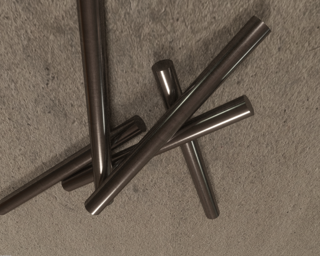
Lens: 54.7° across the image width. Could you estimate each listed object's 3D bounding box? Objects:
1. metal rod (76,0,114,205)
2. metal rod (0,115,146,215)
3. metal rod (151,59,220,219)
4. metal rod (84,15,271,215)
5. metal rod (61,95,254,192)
[{"bbox_3d":[-0.072,-0.024,0.358,0.025,0.025,0.298,1,122,-2],"label":"metal rod"},{"bbox_3d":[-0.145,0.064,0.459,0.300,0.025,0.025,-30,124,23],"label":"metal rod"},{"bbox_3d":[0.046,0.038,0.440,0.025,0.025,0.299,-14,129,11],"label":"metal rod"},{"bbox_3d":[0.009,-0.002,0.362,0.025,0.025,0.299,34,109,-26],"label":"metal rod"},{"bbox_3d":[-0.023,0.031,0.408,0.300,0.025,0.025,-25,127,28],"label":"metal rod"}]
